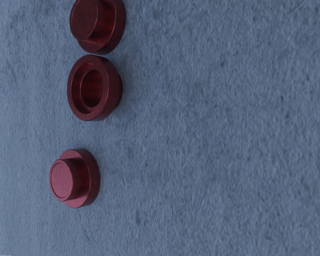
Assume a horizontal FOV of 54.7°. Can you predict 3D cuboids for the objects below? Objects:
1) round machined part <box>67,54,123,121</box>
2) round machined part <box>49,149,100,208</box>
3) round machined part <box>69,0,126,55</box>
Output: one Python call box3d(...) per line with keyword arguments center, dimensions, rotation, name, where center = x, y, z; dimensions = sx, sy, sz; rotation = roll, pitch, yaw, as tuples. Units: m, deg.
box3d(center=(-0.094, -0.059, 0.469), dimensions=(0.098, 0.042, 0.097), rotation=(0, 90, 39), name="round machined part")
box3d(center=(-0.147, 0.084, 0.512), dimensions=(0.098, 0.042, 0.097), rotation=(0, 90, 39), name="round machined part")
box3d(center=(-0.102, -0.165, 0.475), dimensions=(0.098, 0.042, 0.097), rotation=(0, 90, 39), name="round machined part")
